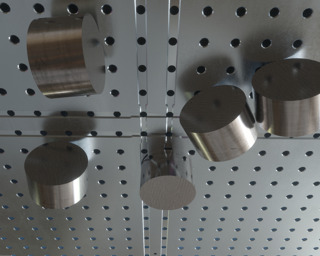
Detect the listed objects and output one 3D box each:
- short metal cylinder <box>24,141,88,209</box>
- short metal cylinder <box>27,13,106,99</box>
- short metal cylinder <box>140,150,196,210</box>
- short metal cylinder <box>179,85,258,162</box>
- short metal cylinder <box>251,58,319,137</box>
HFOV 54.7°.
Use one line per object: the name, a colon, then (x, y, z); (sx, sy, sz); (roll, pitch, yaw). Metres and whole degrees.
short metal cylinder: (-0.141, 0.064, 0.428); (0.081, 0.080, 0.050); (6, 130, -6)
short metal cylinder: (-0.090, -0.072, 0.313); (0.050, 0.080, 0.080); (-5, 130, 4)
short metal cylinder: (0.011, 0.078, 0.462); (0.081, 0.050, 0.079); (0, 130, 0)
short metal cylinder: (0.070, -0.006, 0.371); (0.080, 0.080, 0.050); (-21, 127, 16)
short metal cylinder: (0.146, -0.035, 0.347); (0.080, 0.080, 0.050); (-12, 129, 10)
